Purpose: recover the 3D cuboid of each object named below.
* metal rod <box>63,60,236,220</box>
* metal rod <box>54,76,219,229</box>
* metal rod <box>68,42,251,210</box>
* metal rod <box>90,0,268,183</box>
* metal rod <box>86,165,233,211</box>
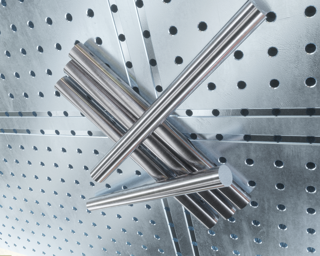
[{"bbox_3d":[-0.012,0.016,0.426,0.300,0.025,0.025,43,129,-2],"label":"metal rod"},{"bbox_3d":[-0.032,0.036,0.449,0.300,0.025,0.025,43,129,-2],"label":"metal rod"},{"bbox_3d":[0.001,-0.002,0.408,0.300,0.025,0.025,42,129,-2],"label":"metal rod"},{"bbox_3d":[0.002,-0.023,0.368,0.025,0.025,0.299,44,121,-2],"label":"metal rod"},{"bbox_3d":[-0.024,0.096,0.455,0.299,0.025,0.025,-23,106,45],"label":"metal rod"}]
